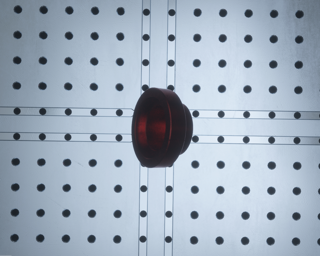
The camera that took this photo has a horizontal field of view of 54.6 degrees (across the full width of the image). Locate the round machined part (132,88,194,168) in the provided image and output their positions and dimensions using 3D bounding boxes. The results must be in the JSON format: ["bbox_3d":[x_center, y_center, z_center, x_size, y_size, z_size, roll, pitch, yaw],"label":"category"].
[{"bbox_3d":[0.005,0.000,0.386,0.042,0.098,0.097,3,90,-31],"label":"round machined part"}]
